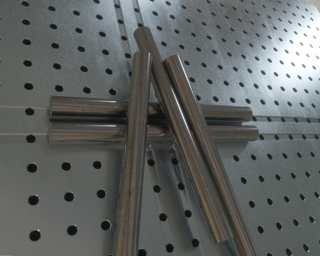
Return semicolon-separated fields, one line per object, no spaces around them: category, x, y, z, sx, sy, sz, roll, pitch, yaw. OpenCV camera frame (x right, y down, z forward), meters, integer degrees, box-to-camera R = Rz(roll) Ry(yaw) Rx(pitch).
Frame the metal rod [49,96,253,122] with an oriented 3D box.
metal rod;0.007;-0.023;0.428;0.303;0.025;0.025;1;62;-28

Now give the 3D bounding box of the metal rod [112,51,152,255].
metal rod;-0.030;0.041;0.344;0.025;0.025;0.299;14;63;-21

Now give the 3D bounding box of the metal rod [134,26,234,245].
metal rod;0.022;-0.007;0.394;0.025;0.025;0.299;-6;65;-31

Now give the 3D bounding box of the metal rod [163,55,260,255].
metal rod;0.065;0.042;0.395;0.025;0.025;0.299;-11;75;-33

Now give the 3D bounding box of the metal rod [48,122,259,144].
metal rod;0.012;0.007;0.412;0.303;0.025;0.025;1;62;-28
